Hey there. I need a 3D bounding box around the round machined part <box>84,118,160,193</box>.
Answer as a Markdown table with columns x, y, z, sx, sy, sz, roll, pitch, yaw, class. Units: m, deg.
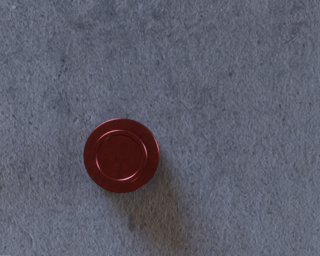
| x | y | z | sx | sy | sz | roll | pitch | yaw | class |
| --- | --- | --- | --- | --- | --- | --- | --- | --- | --- |
| -0.050 | 0.036 | 0.401 | 0.099 | 0.042 | 0.097 | 0 | 90 | -1 | round machined part |
